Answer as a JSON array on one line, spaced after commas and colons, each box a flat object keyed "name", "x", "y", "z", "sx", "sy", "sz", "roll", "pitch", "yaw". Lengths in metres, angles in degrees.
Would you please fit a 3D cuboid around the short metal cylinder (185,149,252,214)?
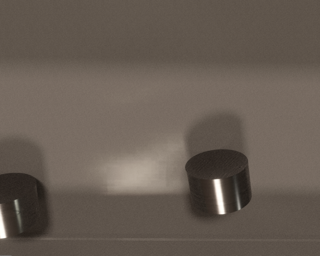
[{"name": "short metal cylinder", "x": 0.077, "y": 0.068, "z": 0.408, "sx": 0.080, "sy": 0.080, "sz": 0.050, "roll": -10, "pitch": 110, "yaw": 3}]

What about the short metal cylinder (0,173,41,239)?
[{"name": "short metal cylinder", "x": -0.207, "y": 0.102, "z": 0.417, "sx": 0.081, "sy": 0.080, "sz": 0.050, "roll": 1, "pitch": 110, "yaw": -1}]
